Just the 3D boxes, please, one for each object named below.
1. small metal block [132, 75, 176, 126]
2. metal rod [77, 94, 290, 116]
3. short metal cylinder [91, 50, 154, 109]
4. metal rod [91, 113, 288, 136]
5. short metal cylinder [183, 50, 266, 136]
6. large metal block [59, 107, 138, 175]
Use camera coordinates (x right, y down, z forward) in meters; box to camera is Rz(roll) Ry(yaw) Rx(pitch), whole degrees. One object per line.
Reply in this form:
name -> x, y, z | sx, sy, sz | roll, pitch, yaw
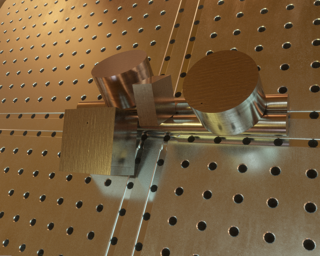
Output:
small metal block -> -0.005, -0.034, 0.375 | 0.025, 0.050, 0.050 | 1, 20, 28
metal rod -> 0.011, -0.028, 0.415 | 0.300, 0.025, 0.025 | 1, 62, 28
short metal cylinder -> -0.049, -0.070, 0.438 | 0.080, 0.050, 0.080 | -13, 33, 9
metal rod -> 0.005, -0.006, 0.405 | 0.300, 0.025, 0.025 | 1, 62, 28
short metal cylinder -> 0.072, -0.038, 0.341 | 0.080, 0.050, 0.080 | -13, 56, 21
large metal block -> -0.078, 0.018, 0.400 | 0.080, 0.050, 0.080 | -1, 82, 28
